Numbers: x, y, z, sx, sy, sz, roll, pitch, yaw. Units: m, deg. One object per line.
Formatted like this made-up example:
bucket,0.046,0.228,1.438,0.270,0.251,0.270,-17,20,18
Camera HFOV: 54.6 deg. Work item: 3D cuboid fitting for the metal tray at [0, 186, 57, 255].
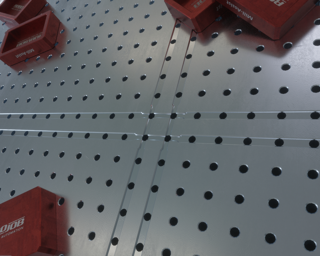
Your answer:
metal tray,-0.205,0.146,0.425,0.130,0.030,0.090,-25,53,12

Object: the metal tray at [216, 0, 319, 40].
metal tray,0.141,-0.192,0.426,0.090,0.030,0.130,-44,67,-2

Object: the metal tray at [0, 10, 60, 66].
metal tray,-0.286,-0.195,0.676,0.130,0.030,0.090,-15,56,20

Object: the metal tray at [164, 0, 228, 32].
metal tray,0.082,-0.222,0.498,0.130,0.030,0.090,-40,51,1

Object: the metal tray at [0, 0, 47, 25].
metal tray,-0.353,-0.303,0.778,0.130,0.030,0.090,25,75,36
